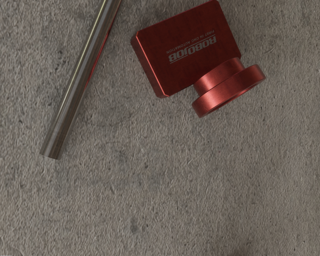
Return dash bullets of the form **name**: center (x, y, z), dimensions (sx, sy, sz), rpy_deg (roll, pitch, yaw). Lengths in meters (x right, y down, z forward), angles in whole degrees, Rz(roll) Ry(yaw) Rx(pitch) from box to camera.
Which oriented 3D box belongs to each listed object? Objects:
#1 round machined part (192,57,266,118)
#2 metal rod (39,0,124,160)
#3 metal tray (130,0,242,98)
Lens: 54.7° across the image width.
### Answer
- **round machined part**: center (0.083, -0.056, 0.403), dimensions (0.099, 0.098, 0.042), rpy_deg (-29, 85, -18)
- **metal rod**: center (-0.078, -0.106, 0.380), dimensions (0.025, 0.025, 0.299), rpy_deg (22, 83, -19)
- **metal tray**: center (0.038, -0.107, 0.420), dimensions (0.131, 0.030, 0.090), rpy_deg (-29, 100, -18)
